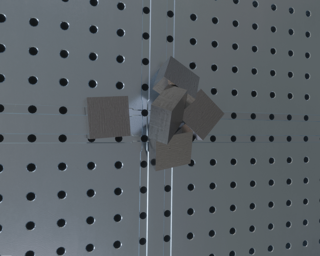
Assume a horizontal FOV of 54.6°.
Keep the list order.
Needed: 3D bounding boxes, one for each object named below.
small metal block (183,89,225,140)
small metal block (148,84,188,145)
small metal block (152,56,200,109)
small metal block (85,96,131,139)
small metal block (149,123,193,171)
[{"bbox_3d":[0.053,-0.018,0.432,0.050,0.025,0.050,44,76,-15],"label":"small metal block"},{"bbox_3d":[0.010,-0.017,0.375,0.025,0.050,0.050,19,41,15],"label":"small metal block"},{"bbox_3d":[0.022,-0.059,0.407,0.050,0.025,0.050,33,42,-17],"label":"small metal block"},{"bbox_3d":[-0.066,-0.013,0.388,0.050,0.025,0.050,-4,92,-20],"label":"small metal block"},{"bbox_3d":[0.014,0.024,0.407,0.050,0.025,0.050,-10,121,-19],"label":"small metal block"}]
